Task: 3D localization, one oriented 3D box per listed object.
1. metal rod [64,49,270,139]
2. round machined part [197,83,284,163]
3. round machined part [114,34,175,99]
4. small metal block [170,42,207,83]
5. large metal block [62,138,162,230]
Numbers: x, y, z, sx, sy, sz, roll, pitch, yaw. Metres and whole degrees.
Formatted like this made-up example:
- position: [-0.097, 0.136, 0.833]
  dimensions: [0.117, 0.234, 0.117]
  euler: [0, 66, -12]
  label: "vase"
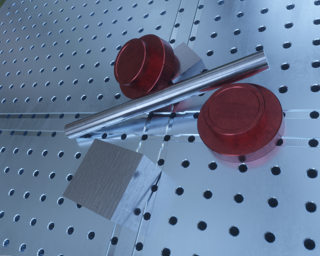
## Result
- position: [-0.008, -0.037, 0.416]
  dimensions: [0.300, 0.025, 0.025]
  euler: [-18, 55, 24]
  label: "metal rod"
- position: [0.089, -0.013, 0.358]
  dimensions: [0.098, 0.042, 0.098]
  euler: [-13, 56, 21]
  label: "round machined part"
- position: [-0.029, -0.089, 0.445]
  dimensions: [0.098, 0.042, 0.098]
  euler: [-16, 67, 42]
  label: "round machined part"
- position: [0.031, -0.089, 0.447]
  dimensions: [0.050, 0.025, 0.050]
  euler: [-37, 51, 3]
  label: "small metal block"
- position: [-0.057, 0.067, 0.381]
  dimensions: [0.080, 0.050, 0.080]
  euler: [15, 69, 34]
  label: "large metal block"
